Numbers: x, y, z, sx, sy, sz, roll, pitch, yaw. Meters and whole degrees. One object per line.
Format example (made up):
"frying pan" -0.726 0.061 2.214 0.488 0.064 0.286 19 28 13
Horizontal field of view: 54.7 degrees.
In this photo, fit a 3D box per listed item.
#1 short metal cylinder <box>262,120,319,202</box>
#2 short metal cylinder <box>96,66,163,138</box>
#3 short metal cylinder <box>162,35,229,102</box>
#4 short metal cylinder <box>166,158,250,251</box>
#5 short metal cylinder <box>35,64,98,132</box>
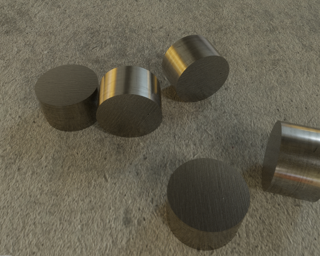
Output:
"short metal cylinder" 0.147 0.036 0.338 0.050 0.080 0.080 12 51 10
"short metal cylinder" -0.038 -0.032 0.394 0.081 0.080 0.050 -2 50 -2
"short metal cylinder" 0.049 -0.083 0.437 0.081 0.080 0.050 -18 52 -14
"short metal cylinder" 0.047 0.078 0.321 0.080 0.050 0.080 0 50 0
"short metal cylinder" -0.121 -0.041 0.421 0.080 0.050 0.080 0 50 0
